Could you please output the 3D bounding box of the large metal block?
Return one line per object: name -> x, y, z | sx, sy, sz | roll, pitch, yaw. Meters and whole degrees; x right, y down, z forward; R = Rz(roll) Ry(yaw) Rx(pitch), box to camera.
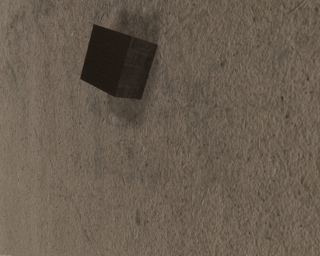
large metal block -> -0.059, -0.092, 0.435 | 0.080, 0.050, 0.079 | 29, 108, 36
